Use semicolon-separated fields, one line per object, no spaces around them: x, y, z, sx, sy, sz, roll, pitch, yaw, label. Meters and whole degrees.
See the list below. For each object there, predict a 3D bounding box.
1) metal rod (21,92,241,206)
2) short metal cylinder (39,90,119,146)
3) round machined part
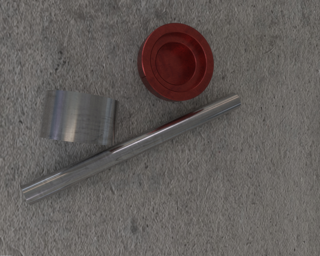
-0.022;0.019;0.401;0.302;0.025;0.025;-24;98;-19;metal rod
-0.089;-0.010;0.347;0.081;0.080;0.050;8;88;-20;short metal cylinder
0.017;-0.083;0.406;0.099;0.042;0.097;0;90;-20;round machined part
